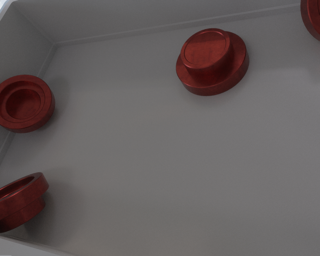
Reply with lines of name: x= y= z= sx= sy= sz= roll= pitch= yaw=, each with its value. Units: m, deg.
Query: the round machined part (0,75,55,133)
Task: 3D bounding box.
round machined part: x=-0.225 y=-0.037 z=0.519 sx=0.099 sy=0.042 sz=0.098 roll=1 pitch=70 yaw=-2

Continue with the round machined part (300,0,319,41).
round machined part: x=0.209 y=-0.142 z=0.350 sx=0.098 sy=0.098 sz=0.042 roll=-30 pitch=10 yaw=9

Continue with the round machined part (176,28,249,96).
round machined part: x=0.066 y=-0.095 z=0.418 sx=0.098 sy=0.042 sz=0.098 roll=-13 pitch=56 yaw=21

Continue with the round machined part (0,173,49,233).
round machined part: x=-0.195 y=0.102 z=0.413 sx=0.098 sy=0.042 sz=0.098 roll=-22 pitch=11 yaw=5
